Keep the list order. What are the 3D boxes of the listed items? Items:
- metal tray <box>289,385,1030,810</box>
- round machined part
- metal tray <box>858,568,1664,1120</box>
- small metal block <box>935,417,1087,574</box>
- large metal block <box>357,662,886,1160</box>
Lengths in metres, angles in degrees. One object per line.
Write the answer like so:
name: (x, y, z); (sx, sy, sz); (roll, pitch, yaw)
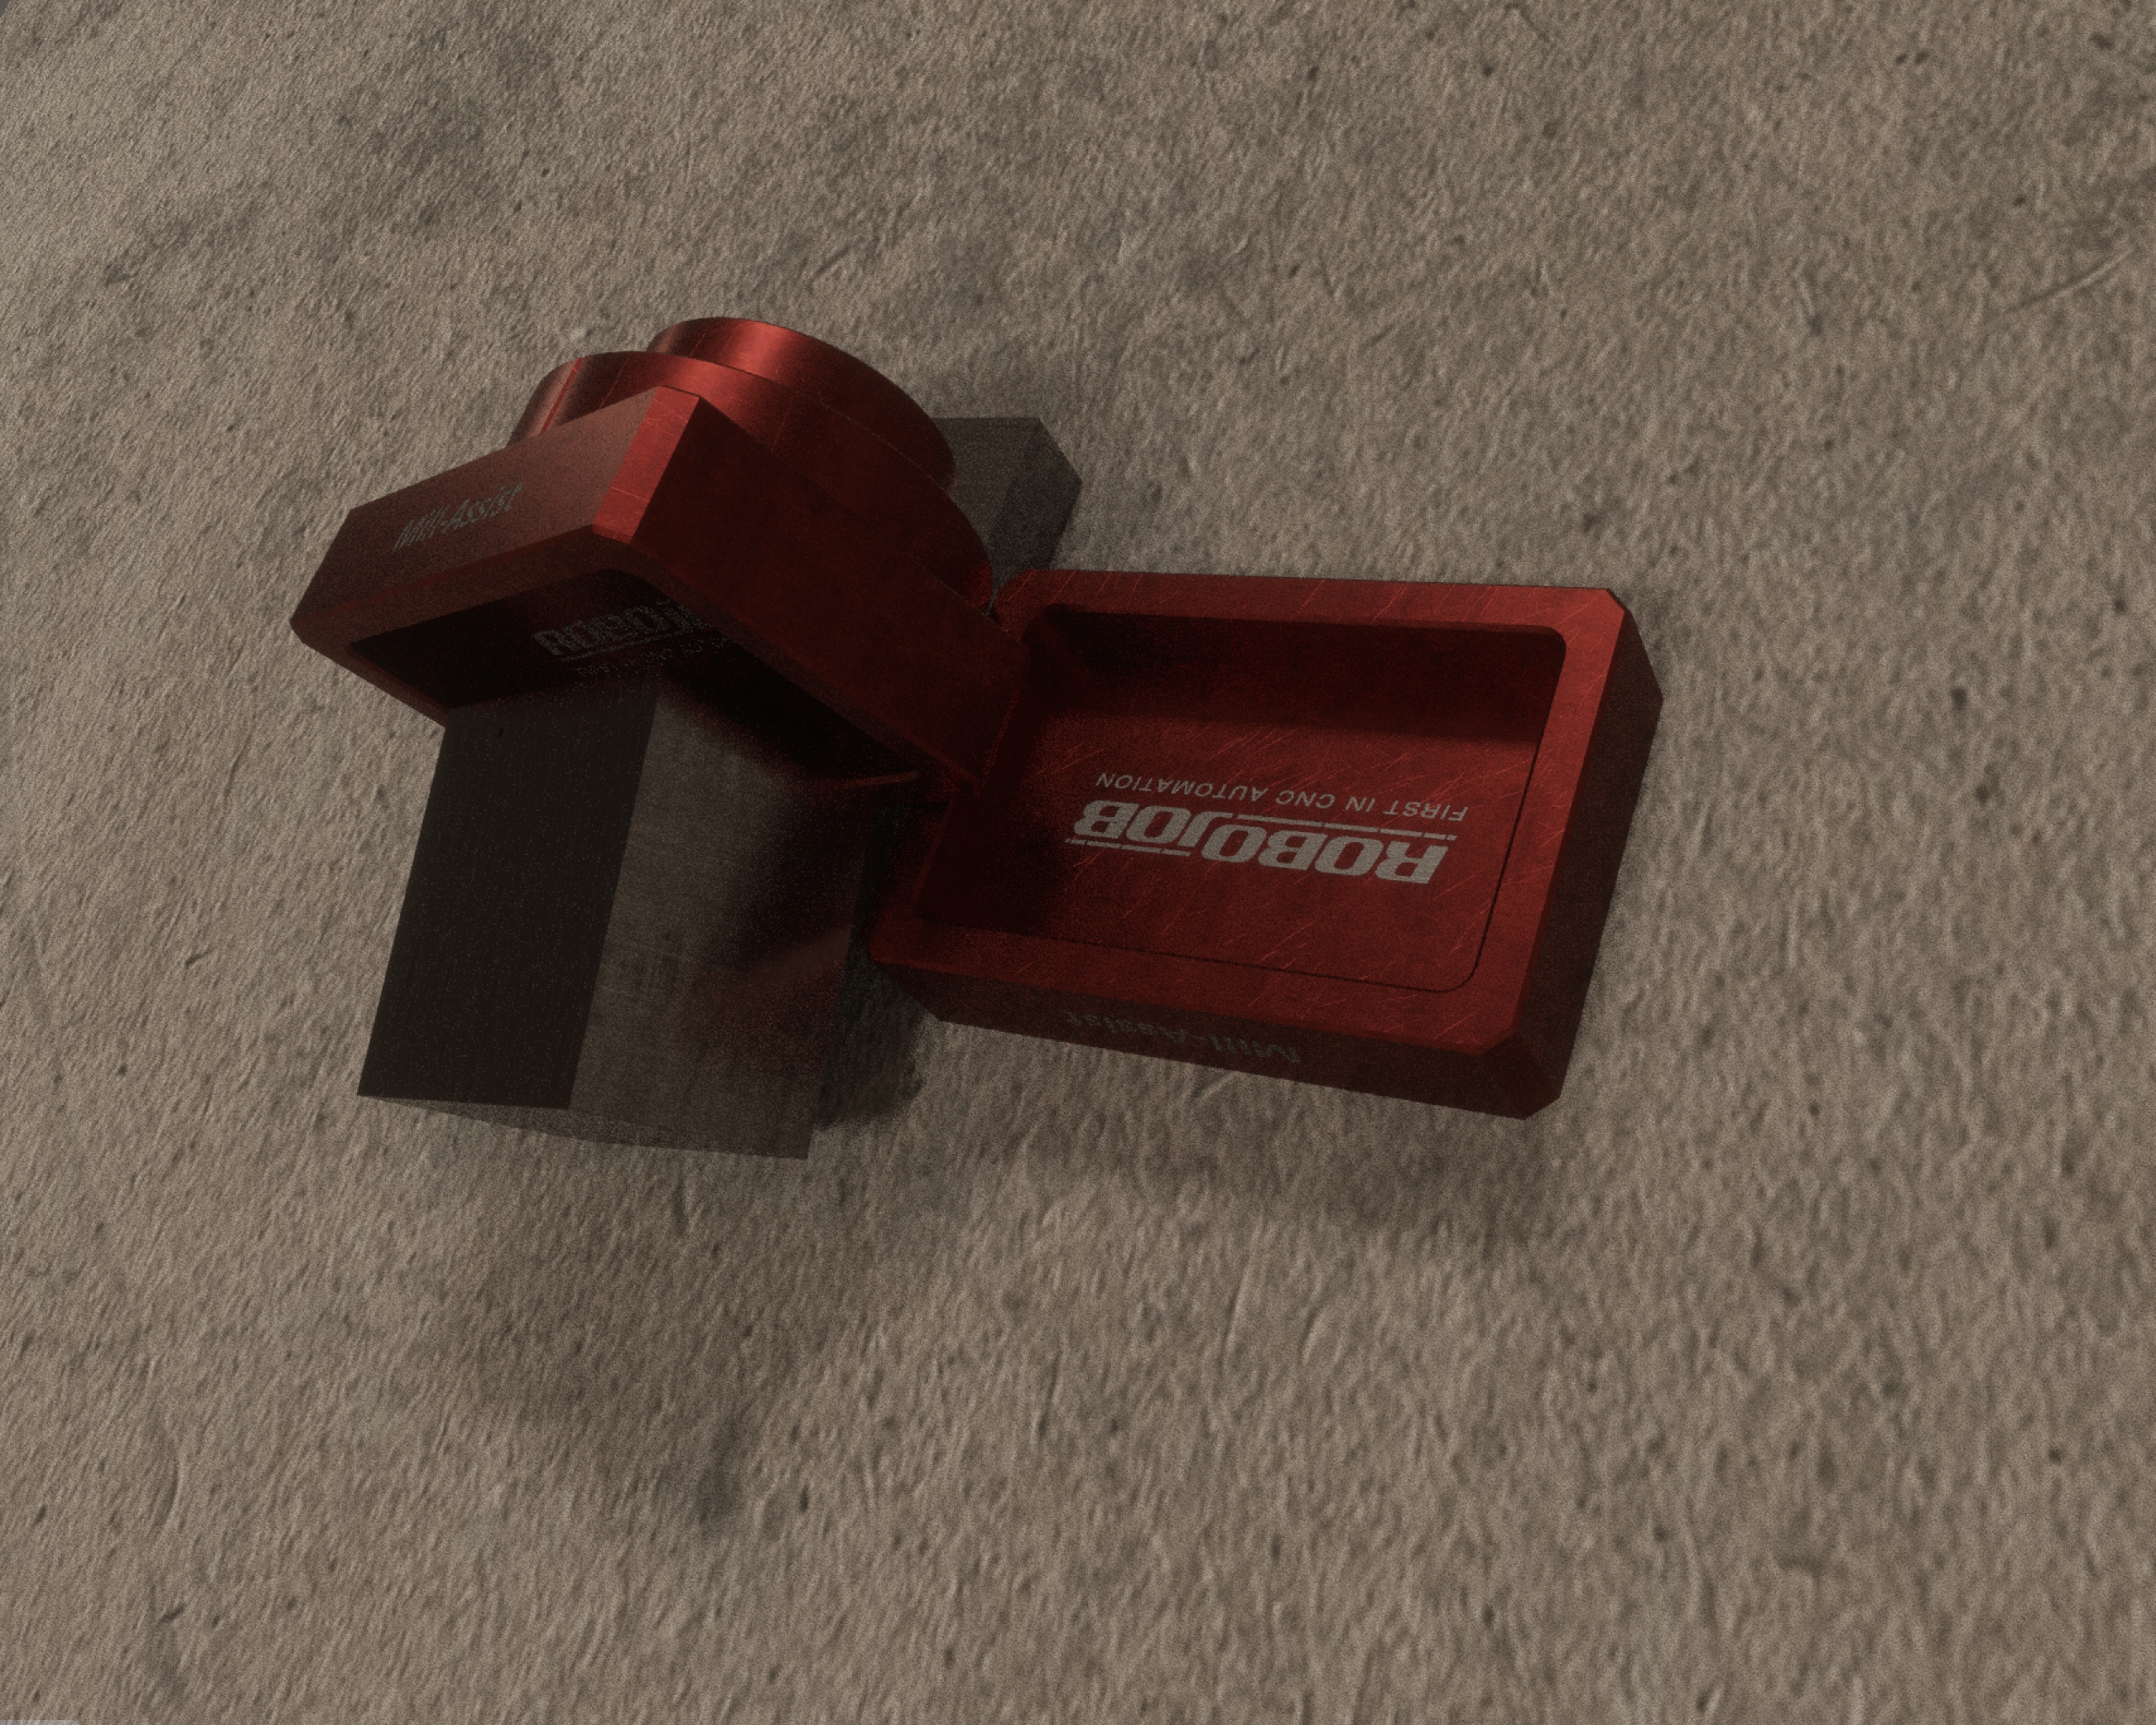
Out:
metal tray: (-0.085, -0.043, 0.411); (0.130, 0.090, 0.030); (-4, 59, 47)
round machined part: (-0.063, -0.072, 0.420); (0.098, 0.098, 0.042); (6, 65, 30)
metal tray: (0.033, -0.008, 0.389); (0.130, 0.030, 0.090); (7, 65, 30)
small metal block: (-0.033, -0.072, 0.466); (0.050, 0.025, 0.050); (7, 65, 31)
large metal block: (-0.089, 0.012, 0.403); (0.080, 0.050, 0.080); (-4, 71, 46)
